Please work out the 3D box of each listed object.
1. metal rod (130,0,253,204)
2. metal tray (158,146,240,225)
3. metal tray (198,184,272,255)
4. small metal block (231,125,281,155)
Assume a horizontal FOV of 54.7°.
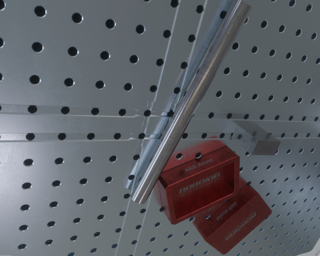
[{"bbox_3d":[0.034,-0.023,0.415,0.025,0.025,0.298,16,110,-35],"label":"metal rod"},{"bbox_3d":[0.066,0.093,0.500,0.131,0.030,0.089,-21,126,-16],"label":"metal tray"},{"bbox_3d":[0.146,0.178,0.598,0.130,0.030,0.090,-42,130,0],"label":"metal tray"},{"bbox_3d":[0.151,0.019,0.489,0.050,0.050,0.025,4,117,-30],"label":"small metal block"}]
